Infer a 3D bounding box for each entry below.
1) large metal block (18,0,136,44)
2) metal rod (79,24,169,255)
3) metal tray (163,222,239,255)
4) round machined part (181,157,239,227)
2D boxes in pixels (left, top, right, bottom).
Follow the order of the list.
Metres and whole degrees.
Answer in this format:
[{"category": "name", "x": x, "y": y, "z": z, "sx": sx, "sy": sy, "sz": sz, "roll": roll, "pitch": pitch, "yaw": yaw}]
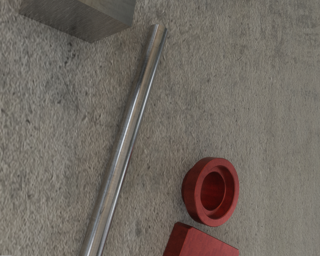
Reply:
[{"category": "large metal block", "x": -0.080, "y": -0.129, "z": 0.303, "sx": 0.081, "sy": 0.080, "sz": 0.050, "roll": 15, "pitch": 81, "yaw": -39}, {"category": "metal rod", "x": -0.040, "y": 0.012, "z": 0.372, "sx": 0.025, "sy": 0.025, "sz": 0.299, "roll": 26, "pitch": 74, "yaw": -38}, {"category": "metal tray", "x": 0.058, "y": 0.203, "z": 0.454, "sx": 0.130, "sy": 0.030, "sz": 0.090, "roll": 36, "pitch": 68, "yaw": -34}, {"category": "round machined part", "x": 0.070, "y": 0.091, "z": 0.455, "sx": 0.099, "sy": 0.042, "sz": 0.097, "roll": 0, "pitch": 90, "yaw": -40}]
